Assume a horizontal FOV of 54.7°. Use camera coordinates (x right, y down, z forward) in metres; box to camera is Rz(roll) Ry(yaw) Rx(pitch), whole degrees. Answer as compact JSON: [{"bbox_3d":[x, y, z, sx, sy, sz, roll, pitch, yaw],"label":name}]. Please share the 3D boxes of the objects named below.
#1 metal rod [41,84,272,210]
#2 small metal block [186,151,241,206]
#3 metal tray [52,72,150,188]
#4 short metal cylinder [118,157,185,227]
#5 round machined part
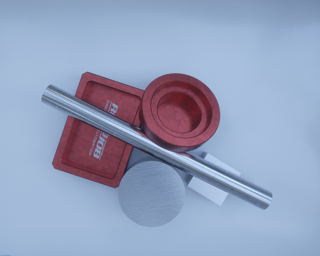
[{"bbox_3d":[-0.001,0.025,0.381,0.301,0.025,0.025,26,90,-3],"label":"metal rod"},{"bbox_3d":[0.070,0.066,0.411,0.050,0.025,0.050,32,90,-1],"label":"small metal block"},{"bbox_3d":[-0.074,0.002,0.405,0.090,0.030,0.129,19,90,-1],"label":"metal tray"},{"bbox_3d":[-0.010,0.079,0.397,0.081,0.050,0.079,0,90,-1],"label":"short metal cylinder"},{"bbox_3d":[0.022,-0.016,0.389,0.099,0.042,0.098,5,67,-12],"label":"round machined part"}]
